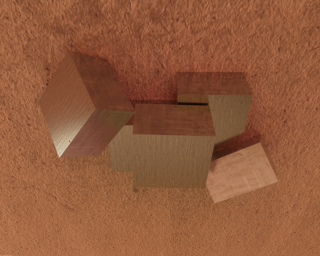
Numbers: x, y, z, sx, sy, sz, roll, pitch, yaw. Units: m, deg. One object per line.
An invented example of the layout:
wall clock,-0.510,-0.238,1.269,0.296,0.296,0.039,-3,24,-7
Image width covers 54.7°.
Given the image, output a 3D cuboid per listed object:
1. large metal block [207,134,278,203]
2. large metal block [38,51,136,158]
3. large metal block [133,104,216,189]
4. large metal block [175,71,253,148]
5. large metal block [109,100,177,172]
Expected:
large metal block,0.104,0.051,0.409,0.080,0.080,0.050,-25,88,19
large metal block,-0.084,-0.024,0.342,0.050,0.080,0.080,2,140,-48
large metal block,0.012,0.021,0.342,0.081,0.050,0.079,2,130,-2
large metal block,0.059,-0.021,0.376,0.081,0.050,0.079,0,130,-1
large metal block,-0.021,0.011,0.399,0.081,0.050,0.079,0,130,-1
